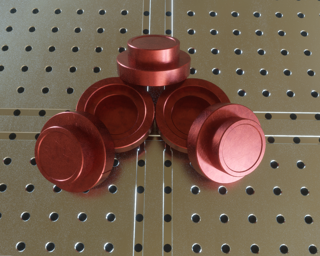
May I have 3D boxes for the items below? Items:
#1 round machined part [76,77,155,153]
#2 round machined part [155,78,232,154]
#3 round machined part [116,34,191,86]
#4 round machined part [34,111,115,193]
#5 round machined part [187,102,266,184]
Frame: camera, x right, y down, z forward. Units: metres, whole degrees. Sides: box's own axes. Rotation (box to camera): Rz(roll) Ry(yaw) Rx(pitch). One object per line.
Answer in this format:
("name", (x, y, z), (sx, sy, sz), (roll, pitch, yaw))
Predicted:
("round machined part", (-0.056, -0.014, 0.406), (0.099, 0.042, 0.098), (0, 70, -1))
("round machined part", (0.043, -0.013, 0.408), (0.099, 0.042, 0.098), (0, 70, -1))
("round machined part", (-0.008, -0.094, 0.410), (0.099, 0.042, 0.098), (0, 32, 0))
("round machined part", (-0.107, 0.030, 0.366), (0.098, 0.042, 0.097), (3, 97, 22))
("round machined part", (0.085, 0.020, 0.368), (0.099, 0.042, 0.097), (-5, 101, -25))
